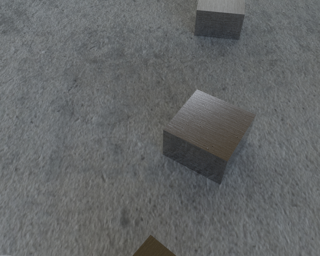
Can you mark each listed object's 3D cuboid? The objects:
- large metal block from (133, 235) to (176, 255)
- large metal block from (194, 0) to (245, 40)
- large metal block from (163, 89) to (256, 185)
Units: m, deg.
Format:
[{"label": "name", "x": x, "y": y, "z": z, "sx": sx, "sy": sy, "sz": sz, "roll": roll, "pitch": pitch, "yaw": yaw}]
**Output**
[{"label": "large metal block", "x": -0.003, "y": 0.154, "z": 0.258, "sx": 0.080, "sy": 0.050, "sz": 0.080, "roll": 32, "pitch": 57, "yaw": 24}, {"label": "large metal block", "x": 0.108, "y": -0.208, "z": 0.564, "sx": 0.080, "sy": 0.050, "sz": 0.080, "roll": 8, "pitch": 50, "yaw": 6}, {"label": "large metal block", "x": 0.059, "y": 0.009, "z": 0.380, "sx": 0.080, "sy": 0.050, "sz": 0.080, "roll": 27, "pitch": 55, "yaw": 20}]
